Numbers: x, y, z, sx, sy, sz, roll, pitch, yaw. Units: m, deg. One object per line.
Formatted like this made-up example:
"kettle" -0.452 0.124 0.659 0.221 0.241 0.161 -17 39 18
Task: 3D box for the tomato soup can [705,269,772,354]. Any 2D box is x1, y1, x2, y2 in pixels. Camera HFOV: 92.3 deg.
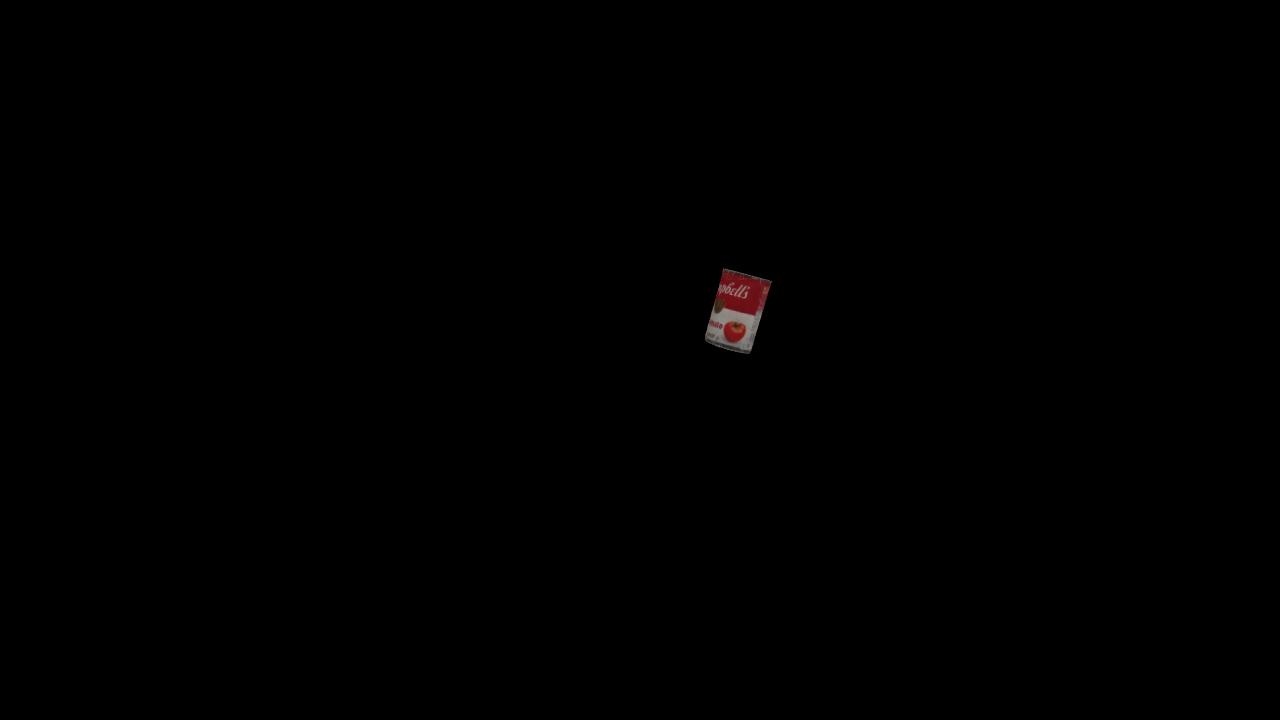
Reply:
"tomato soup can" 0.131 -0.066 0.828 0.068 0.101 0.068 14 11 -3
